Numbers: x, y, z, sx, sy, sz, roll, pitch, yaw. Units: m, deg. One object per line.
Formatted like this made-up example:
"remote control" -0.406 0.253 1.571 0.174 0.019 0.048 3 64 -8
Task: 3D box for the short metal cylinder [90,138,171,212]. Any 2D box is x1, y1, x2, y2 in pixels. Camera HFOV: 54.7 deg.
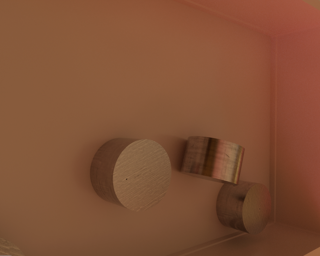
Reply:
"short metal cylinder" -0.033 0.052 0.362 0.081 0.050 0.080 0 90 -40

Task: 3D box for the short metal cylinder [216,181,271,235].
"short metal cylinder" 0.137 0.127 0.506 0.081 0.050 0.080 0 90 -40

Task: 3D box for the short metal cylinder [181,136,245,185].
"short metal cylinder" 0.073 0.046 0.432 0.080 0.080 0.050 22 76 -38

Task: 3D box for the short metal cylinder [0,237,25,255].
"short metal cylinder" -0.152 0.130 0.246 0.080 0.050 0.080 20 56 -32
